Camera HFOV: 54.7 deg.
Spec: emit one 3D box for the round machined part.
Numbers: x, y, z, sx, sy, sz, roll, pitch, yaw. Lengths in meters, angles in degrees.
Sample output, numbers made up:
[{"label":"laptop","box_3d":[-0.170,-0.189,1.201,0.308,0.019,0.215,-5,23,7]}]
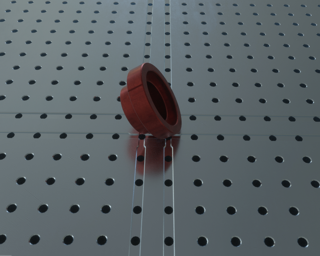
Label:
[{"label":"round machined part","box_3d":[-0.014,-0.031,0.397,0.042,0.098,0.098,-23,46,22]}]
